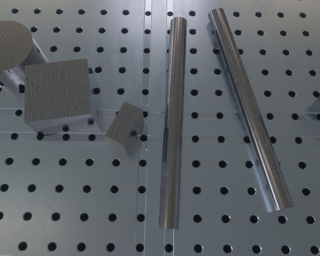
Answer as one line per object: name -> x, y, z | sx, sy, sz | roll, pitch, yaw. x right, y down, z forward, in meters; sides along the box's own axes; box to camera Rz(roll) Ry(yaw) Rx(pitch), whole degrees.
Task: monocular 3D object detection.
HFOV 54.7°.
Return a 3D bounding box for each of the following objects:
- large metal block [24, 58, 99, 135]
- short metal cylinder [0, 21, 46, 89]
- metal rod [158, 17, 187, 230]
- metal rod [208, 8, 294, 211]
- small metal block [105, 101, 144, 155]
large metal block -> -0.129, -0.040, 0.412 | 0.081, 0.050, 0.080 | -7, 70, -3
short metal cylinder -> -0.209, -0.101, 0.434 | 0.081, 0.050, 0.080 | 0, 70, 0
metal rod -> 0.019, -0.020, 0.419 | 0.025, 0.025, 0.299 | 3, 70, 1
metal rod -> 0.119, -0.039, 0.426 | 0.025, 0.025, 0.299 | -12, 70, -4
small metal block -> -0.044, 0.002, 0.398 | 0.025, 0.050, 0.050 | 24, 72, 8
